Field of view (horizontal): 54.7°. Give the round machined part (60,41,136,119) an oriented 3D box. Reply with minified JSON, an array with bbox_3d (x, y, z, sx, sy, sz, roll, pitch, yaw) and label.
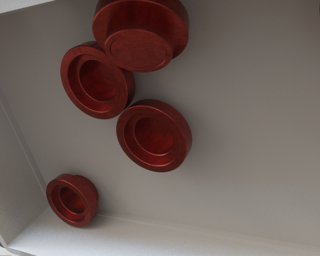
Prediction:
[{"bbox_3d":[-0.074,-0.064,0.398,0.098,0.042,0.097,13,124,21],"label":"round machined part"}]

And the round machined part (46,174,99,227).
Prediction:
[{"bbox_3d":[-0.149,0.123,0.548,0.098,0.042,0.097,12,118,23],"label":"round machined part"}]

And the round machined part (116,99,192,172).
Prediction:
[{"bbox_3d":[-0.004,0.006,0.404,0.098,0.042,0.097,13,124,21],"label":"round machined part"}]

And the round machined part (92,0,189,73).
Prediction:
[{"bbox_3d":[-0.020,-0.093,0.318,0.099,0.042,0.098,3,156,2],"label":"round machined part"}]
